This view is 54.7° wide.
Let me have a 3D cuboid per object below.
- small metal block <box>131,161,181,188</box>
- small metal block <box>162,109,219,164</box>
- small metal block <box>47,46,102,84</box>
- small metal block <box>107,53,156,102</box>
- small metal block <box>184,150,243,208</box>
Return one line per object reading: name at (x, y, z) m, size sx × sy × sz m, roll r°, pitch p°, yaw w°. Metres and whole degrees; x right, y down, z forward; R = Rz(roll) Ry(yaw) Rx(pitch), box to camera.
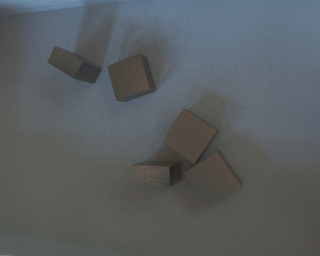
small metal block at (-0.004, 0.058, 0.398) m, size 0.050 × 0.050 × 0.025 m, roll 0°, pitch 90°, yaw 19°
small metal block at (0.040, 0.010, 0.396) m, size 0.050 × 0.025 × 0.050 m, roll 35°, pitch 101°, yaw 16°
small metal block at (-0.120, -0.088, 0.438) m, size 0.050 × 0.050 × 0.025 m, roll 32°, pitch 100°, yaw 17°
small metal block at (-0.039, -0.067, 0.423) m, size 0.050 × 0.025 × 0.050 m, roll -17°, pitch 84°, yaw 18°
small metal block at (0.067, 0.063, 0.387) m, size 0.050 × 0.025 × 0.050 m, roll -37°, pitch 79°, yaw 16°
